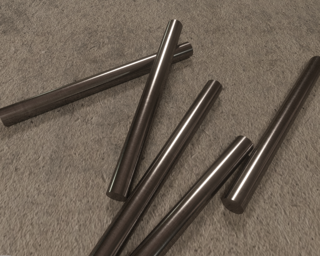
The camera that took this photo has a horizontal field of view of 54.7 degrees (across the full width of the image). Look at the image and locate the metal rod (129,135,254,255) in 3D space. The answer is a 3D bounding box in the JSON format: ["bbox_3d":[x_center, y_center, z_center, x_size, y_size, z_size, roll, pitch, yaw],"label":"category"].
[{"bbox_3d":[0.007,0.106,0.314,0.025,0.025,0.302,34,57,25],"label":"metal rod"}]

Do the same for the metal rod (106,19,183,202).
[{"bbox_3d":[-0.011,-0.045,0.421,0.025,0.025,0.300,11,57,9],"label":"metal rod"}]

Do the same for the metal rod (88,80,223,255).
[{"bbox_3d":[0.007,0.039,0.370,0.025,0.025,0.301,23,53,18],"label":"metal rod"}]

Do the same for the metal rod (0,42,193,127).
[{"bbox_3d":[-0.081,-0.072,0.462,0.302,0.025,0.025,-25,55,-20],"label":"metal rod"}]

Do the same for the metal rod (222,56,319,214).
[{"bbox_3d":[0.164,-0.010,0.413,0.025,0.025,0.301,28,55,21],"label":"metal rod"}]
